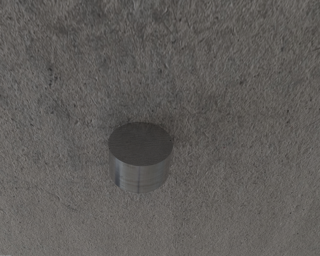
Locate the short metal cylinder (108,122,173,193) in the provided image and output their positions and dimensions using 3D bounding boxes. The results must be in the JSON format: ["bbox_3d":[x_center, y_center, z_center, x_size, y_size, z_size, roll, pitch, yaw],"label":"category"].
[{"bbox_3d":[-0.026,0.037,0.402,0.080,0.080,0.050,4,130,-3],"label":"short metal cylinder"}]
